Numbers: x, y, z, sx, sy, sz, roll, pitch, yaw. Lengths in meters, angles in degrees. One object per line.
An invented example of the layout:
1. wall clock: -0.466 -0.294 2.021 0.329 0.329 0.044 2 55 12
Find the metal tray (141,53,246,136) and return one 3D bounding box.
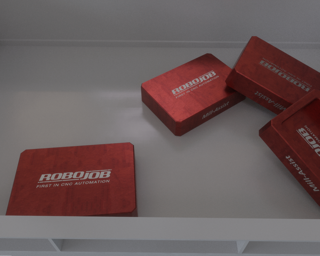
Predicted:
1. metal tray: 0.050 -0.053 0.446 0.131 0.030 0.090 -29 56 -22

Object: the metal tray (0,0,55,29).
1. metal tray: -0.266 -0.223 0.551 0.131 0.090 0.030 0 50 0

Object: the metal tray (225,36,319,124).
1. metal tray: 0.167 -0.065 0.434 0.130 0.030 0.090 31 55 3

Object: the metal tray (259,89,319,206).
1. metal tray: 0.189 0.028 0.353 0.091 0.030 0.130 -31 75 -24

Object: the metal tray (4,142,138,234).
1. metal tray: -0.092 0.064 0.347 0.131 0.030 0.090 -4 50 -4
